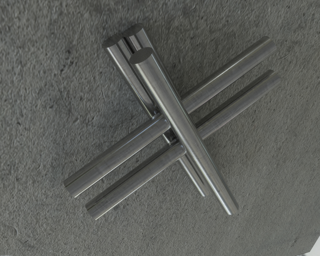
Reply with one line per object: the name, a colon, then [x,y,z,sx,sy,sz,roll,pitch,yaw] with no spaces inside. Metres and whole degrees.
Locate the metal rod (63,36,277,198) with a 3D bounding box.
metal rod: [0.016,-0.016,0.376,0.301,0.025,0.025,-36,130,-5]

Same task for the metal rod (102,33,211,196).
metal rod: [0.012,0.006,0.420,0.025,0.025,0.299,-36,130,-4]

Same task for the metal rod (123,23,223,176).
metal rod: [0.034,-0.007,0.424,0.025,0.025,0.299,-36,130,-4]

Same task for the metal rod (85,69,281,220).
metal rod: [0.033,0.019,0.408,0.301,0.025,0.025,-36,130,-5]

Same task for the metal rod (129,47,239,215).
metal rod: [0.046,0.028,0.387,0.025,0.025,0.299,-37,130,-4]
